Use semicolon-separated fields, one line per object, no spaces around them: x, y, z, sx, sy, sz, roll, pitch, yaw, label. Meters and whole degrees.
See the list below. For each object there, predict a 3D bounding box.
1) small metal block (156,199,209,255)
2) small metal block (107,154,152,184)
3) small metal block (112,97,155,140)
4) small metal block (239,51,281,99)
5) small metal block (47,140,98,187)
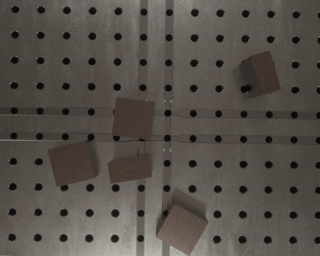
0.029;0.132;0.414;0.050;0.025;0.050;30;90;-1;small metal block
-0.037;0.051;0.400;0.050;0.050;0.025;-9;90;0;small metal block
-0.034;-0.012;0.413;0.050;0.025;0.050;7;90;-1;small metal block
0.129;-0.067;0.403;0.025;0.050;0.050;-16;90;0;small metal block
-0.115;0.046;0.412;0.050;0.025;0.050;-14;90;-1;small metal block
